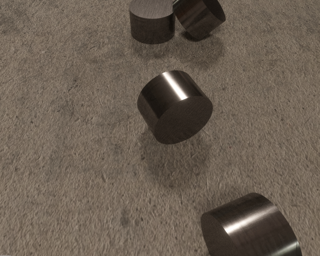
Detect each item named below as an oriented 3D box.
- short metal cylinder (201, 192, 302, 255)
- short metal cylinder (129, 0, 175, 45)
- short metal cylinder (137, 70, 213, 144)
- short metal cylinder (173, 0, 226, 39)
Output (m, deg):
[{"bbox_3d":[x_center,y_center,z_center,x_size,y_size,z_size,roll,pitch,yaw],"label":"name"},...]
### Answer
[{"bbox_3d":[0.079,0.105,0.280,0.050,0.080,0.080,-19,53,-15],"label":"short metal cylinder"},{"bbox_3d":[-0.013,-0.193,0.549,0.081,0.050,0.080,0,50,0],"label":"short metal cylinder"},{"bbox_3d":[0.018,-0.025,0.389,0.081,0.080,0.050,-20,53,-17],"label":"short metal cylinder"},{"bbox_3d":[0.067,-0.200,0.529,0.080,0.050,0.080,31,42,-34],"label":"short metal cylinder"}]
